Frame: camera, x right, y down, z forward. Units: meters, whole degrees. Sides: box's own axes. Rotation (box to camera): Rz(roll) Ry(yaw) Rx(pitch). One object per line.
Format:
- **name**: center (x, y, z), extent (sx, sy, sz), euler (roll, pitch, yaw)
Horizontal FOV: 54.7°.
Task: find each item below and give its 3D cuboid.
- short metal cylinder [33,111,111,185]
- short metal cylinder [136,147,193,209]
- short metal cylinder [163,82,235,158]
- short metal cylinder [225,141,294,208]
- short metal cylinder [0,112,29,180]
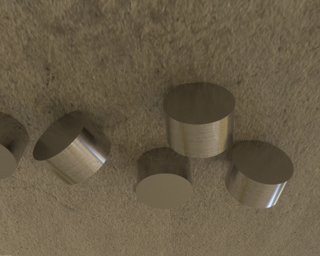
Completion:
- **short metal cylinder**: center (-0.110, 0.024, 0.390), extent (0.080, 0.080, 0.050), euler (-23, 127, 18)
- **short metal cylinder**: center (0.006, 0.074, 0.454), extent (0.081, 0.050, 0.079), euler (0, 130, 0)
- **short metal cylinder**: center (0.046, -0.011, 0.363), extent (0.080, 0.080, 0.050), euler (-5, 130, 3)
- **short metal cylinder**: center (0.134, 0.063, 0.427), extent (0.081, 0.080, 0.050), euler (3, 130, -3)
- **short metal cylinder**: center (-0.222, 0.023, 0.407), extent (0.081, 0.050, 0.079), euler (0, 130, 0)
